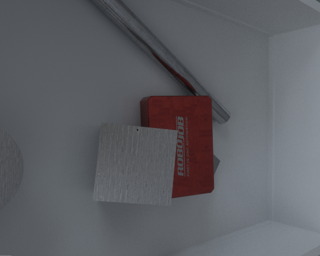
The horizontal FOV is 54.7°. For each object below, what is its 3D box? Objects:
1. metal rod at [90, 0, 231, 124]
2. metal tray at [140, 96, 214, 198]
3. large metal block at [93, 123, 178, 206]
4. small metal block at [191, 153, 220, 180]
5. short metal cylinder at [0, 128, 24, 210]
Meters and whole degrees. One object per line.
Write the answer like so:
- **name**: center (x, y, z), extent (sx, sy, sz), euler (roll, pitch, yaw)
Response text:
- **metal rod**: center (0.004, -0.095, 0.411), extent (0.301, 0.025, 0.025), euler (38, 66, -34)
- **metal tray**: center (0.024, 0.023, 0.408), extent (0.091, 0.030, 0.129), euler (-3, 92, -22)
- **large metal block**: center (-0.028, 0.039, 0.346), extent (0.081, 0.050, 0.080), euler (6, 86, -8)
- **small metal block**: center (0.057, 0.056, 0.457), extent (0.050, 0.025, 0.050), euler (43, 64, -32)
- **short metal cylinder**: center (-0.162, 0.033, 0.255), extent (0.081, 0.050, 0.079), euler (0, 90, -40)
